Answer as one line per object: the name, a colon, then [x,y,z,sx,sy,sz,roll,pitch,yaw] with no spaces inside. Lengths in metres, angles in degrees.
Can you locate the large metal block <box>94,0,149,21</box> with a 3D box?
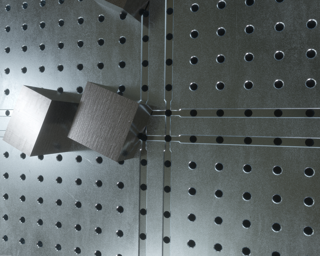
large metal block: [-0.053,-0.204,0.417,0.080,0.050,0.080,30,100,17]

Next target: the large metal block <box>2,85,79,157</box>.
large metal block: [-0.159,-0.010,0.438,0.050,0.080,0.080,26,99,18]

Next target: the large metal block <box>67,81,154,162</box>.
large metal block: [-0.066,-0.009,0.422,0.080,0.050,0.080,24,98,18]
